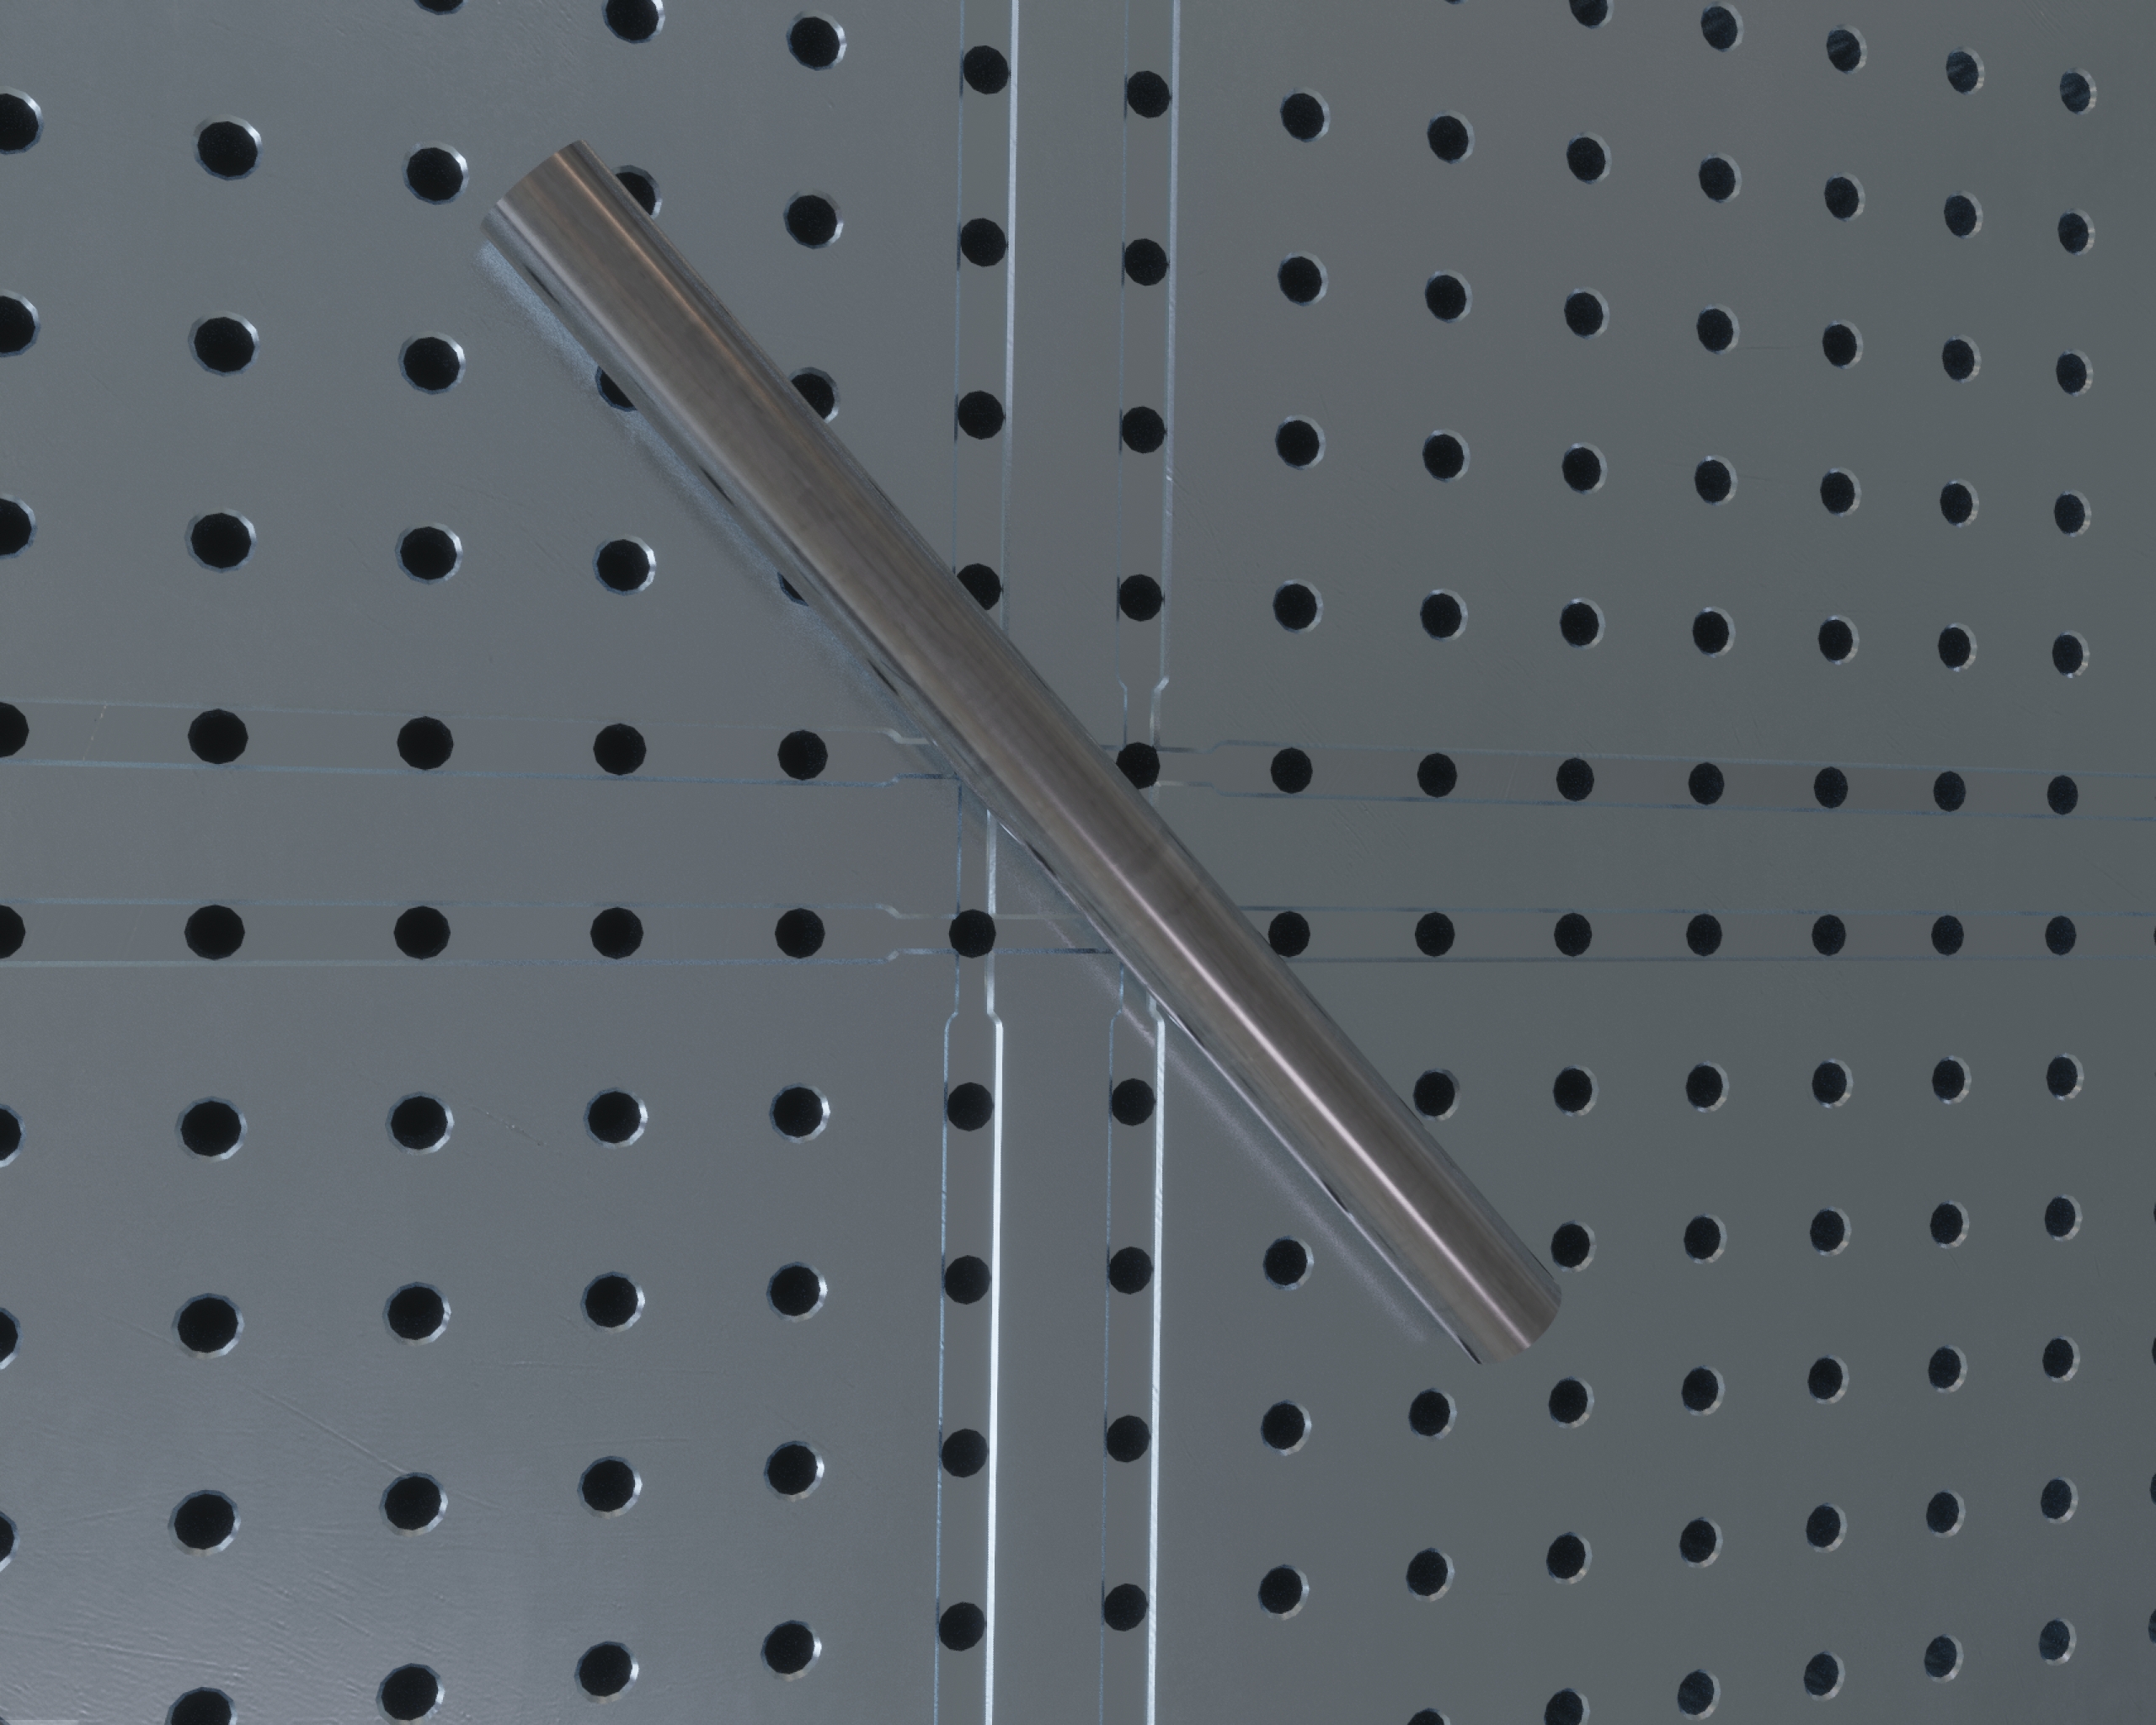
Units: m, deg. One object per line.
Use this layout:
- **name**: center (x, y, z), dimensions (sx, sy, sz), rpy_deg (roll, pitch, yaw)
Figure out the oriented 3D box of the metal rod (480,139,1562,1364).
- **metal rod**: center (-0.003, -0.012, 0.412), dimensions (0.025, 0.025, 0.300), rpy_deg (-45, 104, -14)
